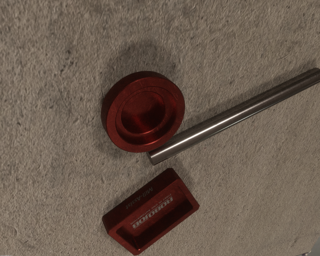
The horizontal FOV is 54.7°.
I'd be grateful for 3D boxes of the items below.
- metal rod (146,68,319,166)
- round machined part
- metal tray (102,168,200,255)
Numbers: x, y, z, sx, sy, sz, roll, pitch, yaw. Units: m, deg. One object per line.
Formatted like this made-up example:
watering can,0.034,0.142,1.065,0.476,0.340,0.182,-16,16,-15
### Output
metal rod,0.119,-0.022,0.460,0.302,0.025,0.025,-25,128,-13
round machined part,-0.023,-0.022,0.371,0.099,0.042,0.097,-14,125,-21
metal tray,-0.011,0.131,0.480,0.130,0.030,0.090,-36,130,-5
